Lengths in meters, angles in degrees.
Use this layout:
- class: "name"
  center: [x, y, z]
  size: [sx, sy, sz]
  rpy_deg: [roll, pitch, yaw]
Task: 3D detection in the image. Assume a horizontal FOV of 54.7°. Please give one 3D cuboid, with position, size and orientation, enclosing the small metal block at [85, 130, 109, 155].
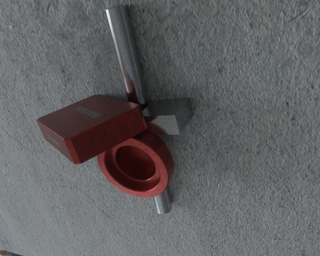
- class: "small metal block"
  center: [-0.075, 0.011, 0.437]
  size: [0.050, 0.050, 0.025]
  rpy_deg: [-20, 108, 35]

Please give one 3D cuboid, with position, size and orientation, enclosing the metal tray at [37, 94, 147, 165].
- class: "metal tray"
  center: [-0.088, -0.005, 0.377]
  size: [0.130, 0.091, 0.030]
  rpy_deg: [18, 130, 54]

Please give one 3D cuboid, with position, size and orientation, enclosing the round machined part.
- class: "round machined part"
  center: [-0.027, 0.039, 0.399]
  size: [0.098, 0.042, 0.097]
  rpy_deg: [12, 127, 18]

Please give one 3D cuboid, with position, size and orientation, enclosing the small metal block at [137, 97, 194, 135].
- class: "small metal block"
  center: [0.008, -0.015, 0.378]
  size: [0.050, 0.050, 0.025]
  rpy_deg: [-1, 118, 28]

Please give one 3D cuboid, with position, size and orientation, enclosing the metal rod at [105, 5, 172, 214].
- class: "metal rod"
  center: [-0.022, -0.006, 0.415]
  size: [0.025, 0.025, 0.298]
  rpy_deg: [2, 120, 27]
